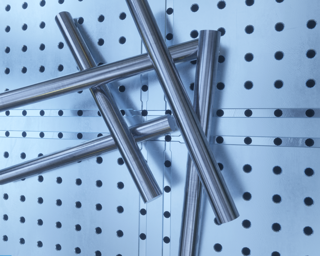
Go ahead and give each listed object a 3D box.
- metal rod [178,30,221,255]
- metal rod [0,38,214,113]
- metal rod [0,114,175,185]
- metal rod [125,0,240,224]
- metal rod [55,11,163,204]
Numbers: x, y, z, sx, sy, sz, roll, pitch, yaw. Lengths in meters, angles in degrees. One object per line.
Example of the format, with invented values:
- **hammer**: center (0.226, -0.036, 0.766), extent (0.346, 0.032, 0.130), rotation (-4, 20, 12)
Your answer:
- **metal rod**: center (0.046, 0.035, 0.381), extent (0.025, 0.025, 0.298), rotation (7, 98, 19)
- **metal rod**: center (-0.074, -0.068, 0.398), extent (0.301, 0.025, 0.025), rotation (-14, 85, 4)
- **metal rod**: center (-0.121, 0.037, 0.453), extent (0.301, 0.025, 0.025), rotation (-18, 84, 18)
- **metal rod**: center (0.020, -0.037, 0.360), extent (0.025, 0.025, 0.299), rotation (-25, 82, 18)
- **metal rod**: center (-0.076, -0.039, 0.418), extent (0.025, 0.025, 0.299), rotation (-34, 72, 16)
